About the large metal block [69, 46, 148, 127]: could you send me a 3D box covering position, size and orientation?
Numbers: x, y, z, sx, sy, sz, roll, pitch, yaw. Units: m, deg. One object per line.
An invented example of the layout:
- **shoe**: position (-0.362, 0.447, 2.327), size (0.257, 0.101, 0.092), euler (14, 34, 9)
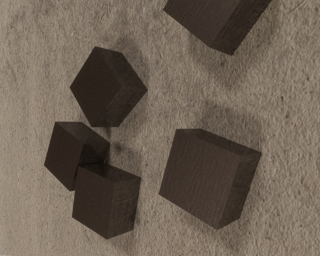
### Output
- **large metal block**: position (-0.076, -0.057, 0.449), size (0.080, 0.050, 0.080), euler (-48, 62, 29)

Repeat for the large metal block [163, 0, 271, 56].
- **large metal block**: position (0.063, -0.138, 0.336), size (0.080, 0.050, 0.080), euler (49, 118, 28)

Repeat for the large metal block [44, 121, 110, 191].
- **large metal block**: position (-0.135, 0.042, 0.497), size (0.080, 0.050, 0.079), euler (31, 109, 35)

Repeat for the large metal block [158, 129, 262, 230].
- **large metal block**: position (0.054, 0.051, 0.343), size (0.080, 0.050, 0.079), euler (24, 105, 37)

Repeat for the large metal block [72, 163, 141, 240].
- **large metal block**: position (-0.079, 0.102, 0.452), size (0.080, 0.050, 0.079), euler (14, 99, 38)
